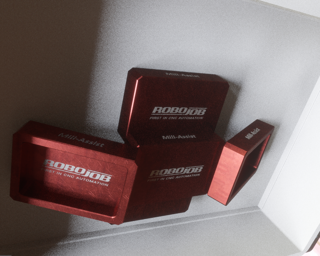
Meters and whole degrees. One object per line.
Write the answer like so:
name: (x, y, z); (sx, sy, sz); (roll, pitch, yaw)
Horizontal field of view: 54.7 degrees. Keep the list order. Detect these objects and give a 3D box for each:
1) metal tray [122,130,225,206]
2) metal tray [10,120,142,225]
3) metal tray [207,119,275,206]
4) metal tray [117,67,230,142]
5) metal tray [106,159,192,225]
metal tray: (0.015, 0.050, 0.403); (0.131, 0.030, 0.089); (-2, 119, -28)
metal tray: (-0.094, 0.051, 0.344); (0.131, 0.030, 0.089); (14, 115, -3)
metal tray: (0.122, 0.047, 0.458); (0.131, 0.030, 0.089); (-25, 135, -51)
metal tray: (0.018, -0.025, 0.396); (0.131, 0.030, 0.089); (-1, 119, -29)
metal tray: (-0.011, 0.088, 0.450); (0.131, 0.030, 0.089); (-1, 119, -29)
